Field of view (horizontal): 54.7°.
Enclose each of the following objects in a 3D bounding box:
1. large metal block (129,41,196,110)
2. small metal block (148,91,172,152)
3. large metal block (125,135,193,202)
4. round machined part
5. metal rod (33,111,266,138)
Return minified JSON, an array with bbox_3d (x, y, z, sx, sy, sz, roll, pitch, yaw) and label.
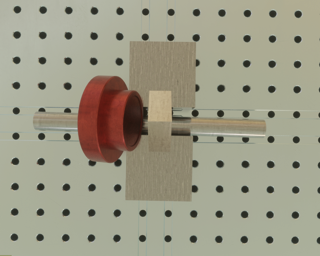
[{"bbox_3d":[0.003,-0.065,0.401,0.081,0.050,0.079,1,90,0],"label":"large metal block"},{"bbox_3d":[0.000,-0.008,0.357,0.025,0.050,0.050,1,46,0],"label":"small metal block"},{"bbox_3d":[-0.001,0.049,0.401,0.081,0.050,0.079,1,90,0],"label":"large metal block"},{"bbox_3d":[-0.049,-0.009,0.347,0.042,0.098,0.097,4,90,14],"label":"round machined part"},{"bbox_3d":[-0.013,-0.004,0.413,0.302,0.025,0.025,2,90,0],"label":"metal rod"}]
